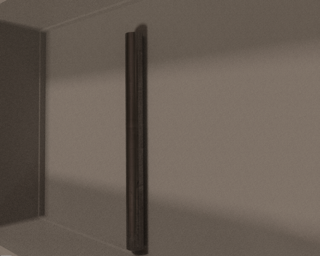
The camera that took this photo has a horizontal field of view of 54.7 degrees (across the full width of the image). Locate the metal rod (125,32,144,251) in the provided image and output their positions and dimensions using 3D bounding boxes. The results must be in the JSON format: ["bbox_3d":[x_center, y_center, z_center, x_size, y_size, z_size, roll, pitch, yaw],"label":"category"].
[{"bbox_3d":[-0.035,0.018,0.433,0.025,0.025,0.298,-1,90,39],"label":"metal rod"}]
